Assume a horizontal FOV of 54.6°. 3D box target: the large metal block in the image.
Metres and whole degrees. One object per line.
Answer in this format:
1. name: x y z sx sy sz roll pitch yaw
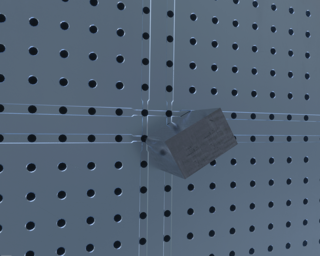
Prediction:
1. large metal block: 0.036 0.017 0.397 0.080 0.080 0.050 -31 100 -17
